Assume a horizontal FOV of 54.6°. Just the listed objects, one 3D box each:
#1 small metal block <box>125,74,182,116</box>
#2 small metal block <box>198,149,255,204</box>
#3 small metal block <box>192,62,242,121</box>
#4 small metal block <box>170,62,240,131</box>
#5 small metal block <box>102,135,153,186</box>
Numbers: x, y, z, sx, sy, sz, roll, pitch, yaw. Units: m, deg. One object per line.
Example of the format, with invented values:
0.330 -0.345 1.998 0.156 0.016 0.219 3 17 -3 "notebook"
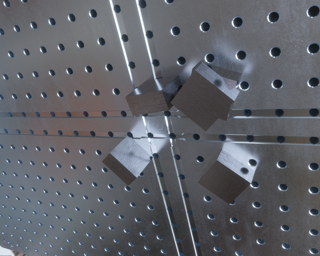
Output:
-0.005 -0.040 0.374 0.050 0.050 0.025 -7 115 31 "small metal block"
0.086 0.064 0.406 0.050 0.025 0.050 35 129 5 "small metal block"
0.060 -0.042 0.354 0.050 0.025 0.050 19 126 17 "small metal block"
0.048 -0.033 0.334 0.050 0.025 0.050 39 129 1 "small metal block"
-0.046 0.046 0.448 0.050 0.050 0.025 43 129 -2 "small metal block"
